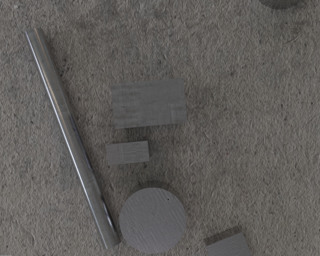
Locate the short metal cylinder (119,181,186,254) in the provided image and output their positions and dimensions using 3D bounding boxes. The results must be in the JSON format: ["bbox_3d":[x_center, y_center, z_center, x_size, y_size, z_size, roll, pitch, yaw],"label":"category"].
[{"bbox_3d":[-0.009,0.111,0.398,0.081,0.050,0.080,0,90,0],"label":"short metal cylinder"}]

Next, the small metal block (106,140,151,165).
[{"bbox_3d":[-0.039,0.030,0.397,0.050,0.050,0.025,-6,90,0],"label":"small metal block"}]

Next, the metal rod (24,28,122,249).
[{"bbox_3d":[-0.114,0.014,0.409,0.025,0.025,0.299,-20,90,0],"label":"metal rod"}]

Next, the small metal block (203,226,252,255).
[{"bbox_3d":[0.092,0.166,0.411,0.050,0.025,0.050,-22,90,0],"label":"small metal block"}]

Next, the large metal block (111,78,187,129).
[{"bbox_3d":[-0.012,-0.028,0.382,0.080,0.080,0.050,-5,90,0],"label":"large metal block"}]

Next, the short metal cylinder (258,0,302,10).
[{"bbox_3d":[0.164,-0.202,0.399,0.081,0.050,0.080,0,90,0],"label":"short metal cylinder"}]
